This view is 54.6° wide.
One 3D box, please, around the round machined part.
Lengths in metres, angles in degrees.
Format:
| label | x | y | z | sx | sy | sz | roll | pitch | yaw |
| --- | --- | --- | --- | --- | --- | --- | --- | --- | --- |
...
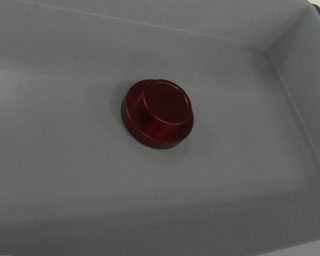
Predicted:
| label | x | y | z | sx | sy | sz | roll | pitch | yaw |
| --- | --- | --- | --- | --- | --- | --- | --- | --- | --- |
| round machined part | 0.002 | -0.025 | 0.407 | 0.099 | 0.042 | 0.098 | 13 | 56 | -21 |
